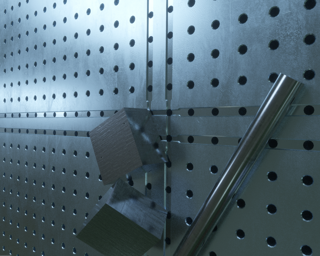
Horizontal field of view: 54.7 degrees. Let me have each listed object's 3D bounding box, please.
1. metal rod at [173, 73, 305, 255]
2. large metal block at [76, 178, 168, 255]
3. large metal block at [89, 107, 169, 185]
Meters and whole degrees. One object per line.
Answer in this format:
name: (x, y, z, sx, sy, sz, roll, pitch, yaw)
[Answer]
metal rod: (0.069, 0.078, 0.352, 0.025, 0.025, 0.298, 39, 114, 33)
large metal block: (-0.049, 0.127, 0.409, 0.080, 0.050, 0.080, 36, 119, -8)
large metal block: (-0.046, 0.026, 0.431, 0.080, 0.050, 0.080, -31, 71, 35)
